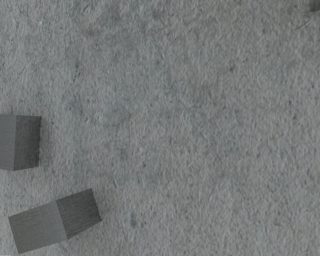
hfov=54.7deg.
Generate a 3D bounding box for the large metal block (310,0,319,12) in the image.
[{"bbox_3d":[0.185,-0.175,0.315,0.050,0.080,0.079,-1,90,20],"label":"large metal block"}]

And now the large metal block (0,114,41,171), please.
[{"bbox_3d":[-0.236,0.019,0.477,0.080,0.050,0.079,4,91,19],"label":"large metal block"}]

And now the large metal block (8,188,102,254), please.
[{"bbox_3d":[-0.142,0.126,0.428,0.080,0.080,0.050,-21,83,18],"label":"large metal block"}]
